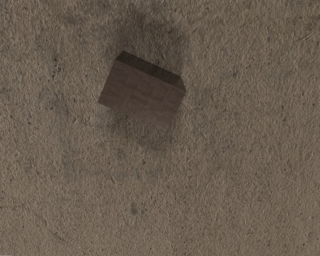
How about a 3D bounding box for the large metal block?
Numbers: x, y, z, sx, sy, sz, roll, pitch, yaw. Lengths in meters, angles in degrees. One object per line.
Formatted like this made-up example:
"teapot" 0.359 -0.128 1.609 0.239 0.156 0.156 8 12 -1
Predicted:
"large metal block" -0.019 -0.046 0.363 0.080 0.080 0.050 23 108 -9
